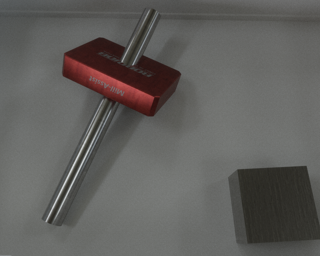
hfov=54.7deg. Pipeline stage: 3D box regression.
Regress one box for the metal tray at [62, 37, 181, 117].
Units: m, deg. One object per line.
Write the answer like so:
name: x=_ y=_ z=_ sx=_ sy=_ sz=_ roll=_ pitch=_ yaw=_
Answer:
metal tray: x=-0.048 y=-0.071 z=0.407 sx=0.130 sy=0.030 sz=0.090 roll=26 pitch=36 yaw=8

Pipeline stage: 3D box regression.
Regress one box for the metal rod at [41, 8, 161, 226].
metal rod: x=-0.070 y=-0.023 z=0.396 sx=0.025 sy=0.025 sz=0.299 roll=22 pitch=79 yaw=7

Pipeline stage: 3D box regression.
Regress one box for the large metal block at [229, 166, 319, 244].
large metal block: x=0.131 y=0.091 z=0.365 sx=0.081 sy=0.050 sz=0.080 roll=-3 pitch=70 yaw=-2
